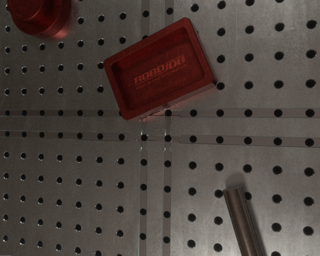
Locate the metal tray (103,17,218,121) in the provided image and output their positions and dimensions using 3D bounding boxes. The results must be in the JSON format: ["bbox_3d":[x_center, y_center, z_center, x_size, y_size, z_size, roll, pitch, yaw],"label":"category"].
[{"bbox_3d":[-0.001,-0.074,0.409,0.130,0.030,0.090,-23,83,18],"label":"metal tray"}]

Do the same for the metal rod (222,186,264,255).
[{"bbox_3d":[0.129,0.217,0.366,0.025,0.025,0.298,-18,84,19],"label":"metal rod"}]

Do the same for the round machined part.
[{"bbox_3d":[-0.189,-0.190,0.468,0.098,0.042,0.097,0,90,19],"label":"round machined part"}]
